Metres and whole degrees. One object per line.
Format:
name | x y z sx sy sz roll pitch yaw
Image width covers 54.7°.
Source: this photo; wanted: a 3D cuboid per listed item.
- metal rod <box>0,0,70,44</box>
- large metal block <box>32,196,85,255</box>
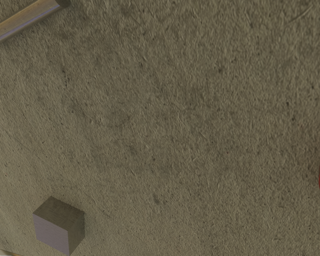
metal rod | -0.242 -0.132 0.449 0.300 0.025 0.025 -11 113 32
large metal block | -0.198 0.193 0.611 0.080 0.050 0.079 20 126 16
